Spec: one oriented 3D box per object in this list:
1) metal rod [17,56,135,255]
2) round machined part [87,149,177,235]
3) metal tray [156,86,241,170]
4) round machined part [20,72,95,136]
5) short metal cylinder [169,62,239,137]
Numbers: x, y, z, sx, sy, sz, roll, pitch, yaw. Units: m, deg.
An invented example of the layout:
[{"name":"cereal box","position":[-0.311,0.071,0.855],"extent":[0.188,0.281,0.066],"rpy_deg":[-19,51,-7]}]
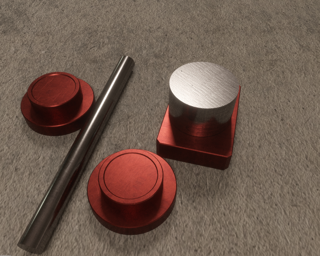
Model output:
[{"name":"metal rod","position":[-0.090,0.007,0.395],"extent":[0.025,0.025,0.300],"rpy_deg":[12,51,9]},{"name":"round machined part","position":[-0.031,0.062,0.340],"extent":[0.099,0.042,0.098],"rpy_deg":[0,50,0]},{"name":"metal tray","position":[0.054,-0.013,0.412],"extent":[0.090,0.030,0.130],"rpy_deg":[11,51,9]},{"name":"round machined part","position":[-0.140,-0.040,0.424],"extent":[0.099,0.042,0.098],"rpy_deg":[0,50,0]},{"name":"short metal cylinder","position":[0.051,-0.036,0.378],"extent":[0.081,0.050,0.080],"rpy_deg":[0,50,0]}]
